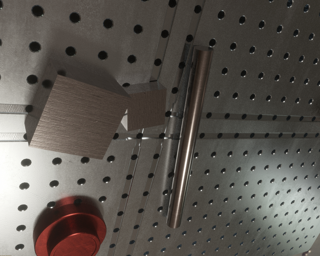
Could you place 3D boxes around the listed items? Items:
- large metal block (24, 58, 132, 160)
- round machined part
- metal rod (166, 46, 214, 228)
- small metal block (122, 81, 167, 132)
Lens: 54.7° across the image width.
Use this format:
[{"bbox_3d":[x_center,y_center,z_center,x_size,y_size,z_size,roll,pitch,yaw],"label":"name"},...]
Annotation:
[{"bbox_3d":[-0.090,-0.018,0.336,0.081,0.050,0.080,16,110,-35],"label":"large metal block"},{"bbox_3d":[-0.122,0.157,0.432,0.099,0.042,0.097,-14,125,-21],"label":"round machined part"},{"bbox_3d":[0.039,0.031,0.453,0.025,0.025,0.298,-8,122,-25],"label":"metal rod"},{"bbox_3d":[-0.021,-0.027,0.384,0.050,0.025,0.050,-11,123,-23],"label":"small metal block"}]
